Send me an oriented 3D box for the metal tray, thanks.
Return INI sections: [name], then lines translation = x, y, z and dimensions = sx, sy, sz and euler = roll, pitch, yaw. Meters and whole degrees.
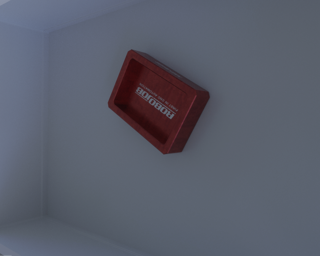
[metal tray]
translation = -0.008, -0.037, 0.410
dimensions = 0.130, 0.030, 0.089
euler = 38, 113, 33
